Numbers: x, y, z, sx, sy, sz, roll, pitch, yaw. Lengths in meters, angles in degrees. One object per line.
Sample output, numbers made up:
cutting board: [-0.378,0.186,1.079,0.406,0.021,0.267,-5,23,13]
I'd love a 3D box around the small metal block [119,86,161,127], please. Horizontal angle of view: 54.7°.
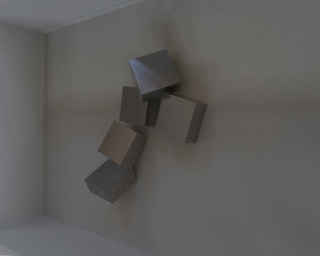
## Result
small metal block: [-0.028,-0.030,0.430,0.050,0.025,0.050,12,98,39]

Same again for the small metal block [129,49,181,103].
small metal block: [-0.007,-0.066,0.394,0.050,0.025,0.050,-19,73,-8]

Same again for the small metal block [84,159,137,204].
small metal block: [-0.071,0.075,0.446,0.050,0.050,0.025,15,134,39]

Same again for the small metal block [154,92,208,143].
small metal block: [0.025,-0.013,0.386,0.050,0.025,0.050,24,105,37]

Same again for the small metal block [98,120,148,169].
small metal block: [-0.054,0.023,0.442,0.050,0.025,0.050,26,87,37]
